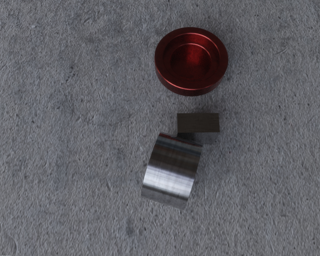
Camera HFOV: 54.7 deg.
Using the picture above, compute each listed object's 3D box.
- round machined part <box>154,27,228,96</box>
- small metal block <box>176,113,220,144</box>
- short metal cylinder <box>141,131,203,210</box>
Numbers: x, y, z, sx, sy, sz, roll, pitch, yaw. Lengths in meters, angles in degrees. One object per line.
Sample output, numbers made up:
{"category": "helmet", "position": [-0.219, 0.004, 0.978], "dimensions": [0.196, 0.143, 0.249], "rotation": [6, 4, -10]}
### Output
{"category": "round machined part", "position": [0.042, -0.088, 0.432], "dimensions": [0.099, 0.042, 0.098], "rotation": [0, 70, 0]}
{"category": "small metal block", "position": [0.046, 0.002, 0.395], "dimensions": [0.050, 0.050, 0.025], "rotation": [-1, 70, 0]}
{"category": "short metal cylinder", "position": [0.015, 0.049, 0.361], "dimensions": [0.050, 0.080, 0.080], "rotation": [16, 71, 6]}
